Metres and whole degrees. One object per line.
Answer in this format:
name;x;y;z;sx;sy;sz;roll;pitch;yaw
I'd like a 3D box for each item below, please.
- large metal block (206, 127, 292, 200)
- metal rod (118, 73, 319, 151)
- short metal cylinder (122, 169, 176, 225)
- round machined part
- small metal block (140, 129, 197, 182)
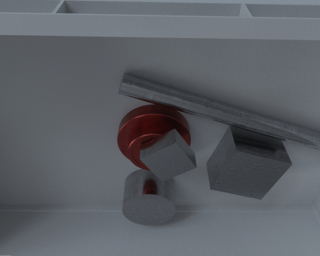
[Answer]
large metal block;0.122;0.051;0.438;0.081;0.050;0.079;14;129;-12
metal rod;0.096;-0.014;0.398;0.302;0.025;0.025;15;129;-13
short metal cylinder;-0.017;0.108;0.485;0.081;0.050;0.079;0;130;0
round machined part;-0.008;0.020;0.415;0.099;0.042;0.097;-1;130;0
small metal block;0.010;0.035;0.384;0.050;0.025;0.050;-26;126;19
